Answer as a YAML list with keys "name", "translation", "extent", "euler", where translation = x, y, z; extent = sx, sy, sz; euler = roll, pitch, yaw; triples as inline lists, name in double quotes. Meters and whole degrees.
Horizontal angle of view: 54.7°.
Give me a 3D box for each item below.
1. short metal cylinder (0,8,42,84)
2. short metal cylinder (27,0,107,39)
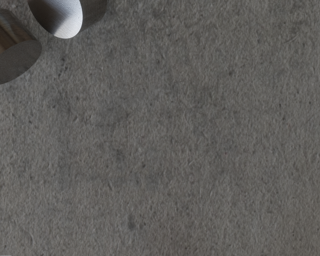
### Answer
- name: "short metal cylinder"
  translation: [-0.195, -0.098, 0.380]
  extent: [0.080, 0.080, 0.050]
  euler: [-42, 91, 0]
- name: "short metal cylinder"
  translation: [-0.112, -0.156, 0.375]
  extent: [0.080, 0.080, 0.050]
  euler: [37, 46, -1]
